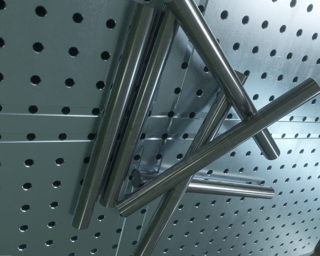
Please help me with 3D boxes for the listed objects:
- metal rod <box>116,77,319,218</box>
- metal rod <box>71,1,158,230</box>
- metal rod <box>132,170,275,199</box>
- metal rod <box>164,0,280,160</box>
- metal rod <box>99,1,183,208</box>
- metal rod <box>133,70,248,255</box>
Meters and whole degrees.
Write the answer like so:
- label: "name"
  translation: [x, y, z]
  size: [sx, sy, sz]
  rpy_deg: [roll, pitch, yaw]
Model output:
- label: "metal rod"
  translation: [0.071, 0.029, 0.409]
  size: [0.300, 0.025, 0.025]
  rpy_deg: [-34, 130, 7]
- label: "metal rod"
  translation: [-0.062, 0.002, 0.377]
  size: [0.025, 0.025, 0.298]
  rpy_deg: [7, 115, -31]
- label: "metal rod"
  translation: [0.089, 0.099, 0.520]
  size: [0.302, 0.025, 0.025]
  rpy_deg: [12, 112, -34]
- label: "metal rod"
  translation: [0.096, -0.046, 0.396]
  size: [0.025, 0.025, 0.300]
  rpy_deg: [-43, 128, 1]
- label: "metal rod"
  translation: [-0.024, -0.026, 0.380]
  size: [0.025, 0.025, 0.298]
  rpy_deg: [7, 115, -31]
- label: "metal rod"
  translation: [0.040, 0.057, 0.441]
  size: [0.025, 0.025, 0.299]
  rpy_deg: [23, 98, -36]
